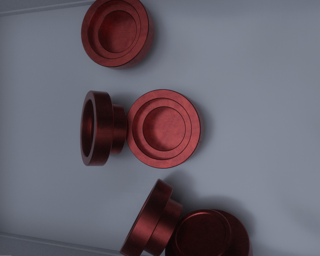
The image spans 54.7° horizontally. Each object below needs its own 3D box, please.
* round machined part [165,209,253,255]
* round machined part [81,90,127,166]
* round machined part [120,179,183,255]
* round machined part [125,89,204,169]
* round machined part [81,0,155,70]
[{"bbox_3d":[0.052,0.132,0.352,0.098,0.098,0.042,-12,126,19],"label":"round machined part"},{"bbox_3d":[-0.074,0.001,0.408,0.042,0.098,0.097,3,92,-25],"label":"round machined part"},{"bbox_3d":[-0.006,0.115,0.375,0.042,0.098,0.098,28,99,3],"label":"round machined part"},{"bbox_3d":[0.009,0.001,0.398,0.098,0.042,0.097,0,90,19],"label":"round machined part"},{"bbox_3d":[-0.053,-0.127,0.419,0.098,0.042,0.097,0,90,19],"label":"round machined part"}]
